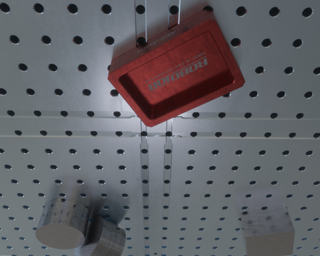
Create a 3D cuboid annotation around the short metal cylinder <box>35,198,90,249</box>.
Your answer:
[{"bbox_3d":[-0.166,0.166,0.535,0.081,0.050,0.079,0,130,0],"label":"short metal cylinder"}]

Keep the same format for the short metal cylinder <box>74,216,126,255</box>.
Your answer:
[{"bbox_3d":[-0.106,0.203,0.548,0.050,0.080,0.080,37,121,-27],"label":"short metal cylinder"}]

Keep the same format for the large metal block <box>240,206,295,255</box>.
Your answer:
[{"bbox_3d":[0.192,0.190,0.559,0.080,0.050,0.080,-10,130,8],"label":"large metal block"}]

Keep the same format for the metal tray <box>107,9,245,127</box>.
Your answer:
[{"bbox_3d":[0.019,-0.062,0.355,0.130,0.030,0.090,-24,126,19],"label":"metal tray"}]
